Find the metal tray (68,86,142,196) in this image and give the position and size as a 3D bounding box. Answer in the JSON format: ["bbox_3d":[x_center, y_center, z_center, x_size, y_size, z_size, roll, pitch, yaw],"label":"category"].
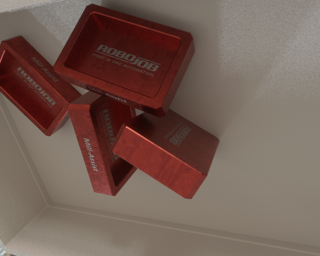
[{"bbox_3d":[-0.063,0.011,0.405,0.030,0.090,0.129,5,121,26],"label":"metal tray"}]

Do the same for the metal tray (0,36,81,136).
[{"bbox_3d":[-0.189,-0.060,0.465,0.130,0.030,0.090,45,129,-4],"label":"metal tray"}]

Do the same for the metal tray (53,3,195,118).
[{"bbox_3d":[-0.039,-0.076,0.340,0.130,0.090,0.030,22,169,15],"label":"metal tray"}]

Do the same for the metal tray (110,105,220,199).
[{"bbox_3d":[0.014,0.017,0.341,0.090,0.130,0.030,32,109,7],"label":"metal tray"}]
